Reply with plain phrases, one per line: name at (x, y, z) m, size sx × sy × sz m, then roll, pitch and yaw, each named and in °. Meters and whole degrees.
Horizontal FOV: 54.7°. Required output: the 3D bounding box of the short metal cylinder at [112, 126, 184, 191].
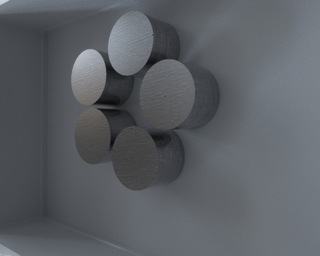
short metal cylinder at (-0.016, 0.037, 0.402) m, size 0.080 × 0.050 × 0.080 m, roll 0°, pitch 90°, yaw 40°

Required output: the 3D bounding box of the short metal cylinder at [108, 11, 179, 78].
short metal cylinder at (-0.022, -0.106, 0.406) m, size 0.080 × 0.050 × 0.080 m, roll 0°, pitch 90°, yaw 40°

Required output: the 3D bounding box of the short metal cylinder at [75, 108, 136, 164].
short metal cylinder at (-0.080, 0.011, 0.454) m, size 0.080 × 0.050 × 0.080 m, roll 0°, pitch 90°, yaw 40°

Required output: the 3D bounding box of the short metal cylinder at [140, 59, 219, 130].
short metal cylinder at (0.022, -0.038, 0.370) m, size 0.080 × 0.050 × 0.080 m, roll 0°, pitch 90°, yaw 40°

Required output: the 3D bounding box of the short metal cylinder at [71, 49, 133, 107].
short metal cylinder at (-0.087, -0.072, 0.460) m, size 0.080 × 0.050 × 0.080 m, roll 0°, pitch 90°, yaw 40°
